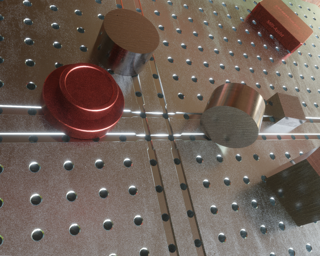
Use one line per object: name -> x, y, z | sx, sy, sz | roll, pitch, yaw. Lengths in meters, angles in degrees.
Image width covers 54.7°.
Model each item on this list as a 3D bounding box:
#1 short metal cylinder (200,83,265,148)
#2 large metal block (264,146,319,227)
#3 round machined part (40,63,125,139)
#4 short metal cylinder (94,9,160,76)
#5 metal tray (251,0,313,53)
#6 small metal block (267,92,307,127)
short metal cylinder -> 0.103, -0.017, 0.438 | 0.080, 0.080, 0.050 | 34, 51, -6
large metal block -> 0.212, 0.082, 0.436 | 0.050, 0.080, 0.080 | -25, 76, -37
round machined part -> -0.089, -0.039, 0.373 | 0.099, 0.042, 0.098 | 14, 56, -21
short metal cylinder -> -0.048, -0.121, 0.440 | 0.081, 0.050, 0.080 | 14, 56, -21
metal tray -> 0.277, -0.238, 0.699 | 0.130, 0.030, 0.091 | 46, 51, 4
small metal block -> 0.224, -0.032, 0.548 | 0.050, 0.025, 0.050 | 8, 58, -24
